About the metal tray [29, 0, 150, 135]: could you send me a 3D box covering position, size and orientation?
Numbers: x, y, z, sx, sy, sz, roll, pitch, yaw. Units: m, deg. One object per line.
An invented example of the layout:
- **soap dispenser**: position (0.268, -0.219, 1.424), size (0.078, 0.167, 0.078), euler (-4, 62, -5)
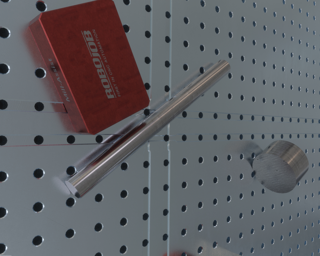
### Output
- **metal tray**: position (-0.072, -0.068, 0.345), size (0.091, 0.030, 0.129), euler (-32, 110, -35)

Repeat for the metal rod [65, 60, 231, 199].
- **metal rod**: position (0.004, -0.016, 0.412), size (0.302, 0.025, 0.025), euler (-40, 115, -33)

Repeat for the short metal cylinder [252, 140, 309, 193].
- **short metal cylinder**: position (0.215, 0.069, 0.554), size (0.050, 0.080, 0.080), euler (-32, 110, -35)

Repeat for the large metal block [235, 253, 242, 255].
- **large metal block**: position (0.170, 0.262, 0.516), size (0.080, 0.080, 0.050), euler (46, 62, -30)
